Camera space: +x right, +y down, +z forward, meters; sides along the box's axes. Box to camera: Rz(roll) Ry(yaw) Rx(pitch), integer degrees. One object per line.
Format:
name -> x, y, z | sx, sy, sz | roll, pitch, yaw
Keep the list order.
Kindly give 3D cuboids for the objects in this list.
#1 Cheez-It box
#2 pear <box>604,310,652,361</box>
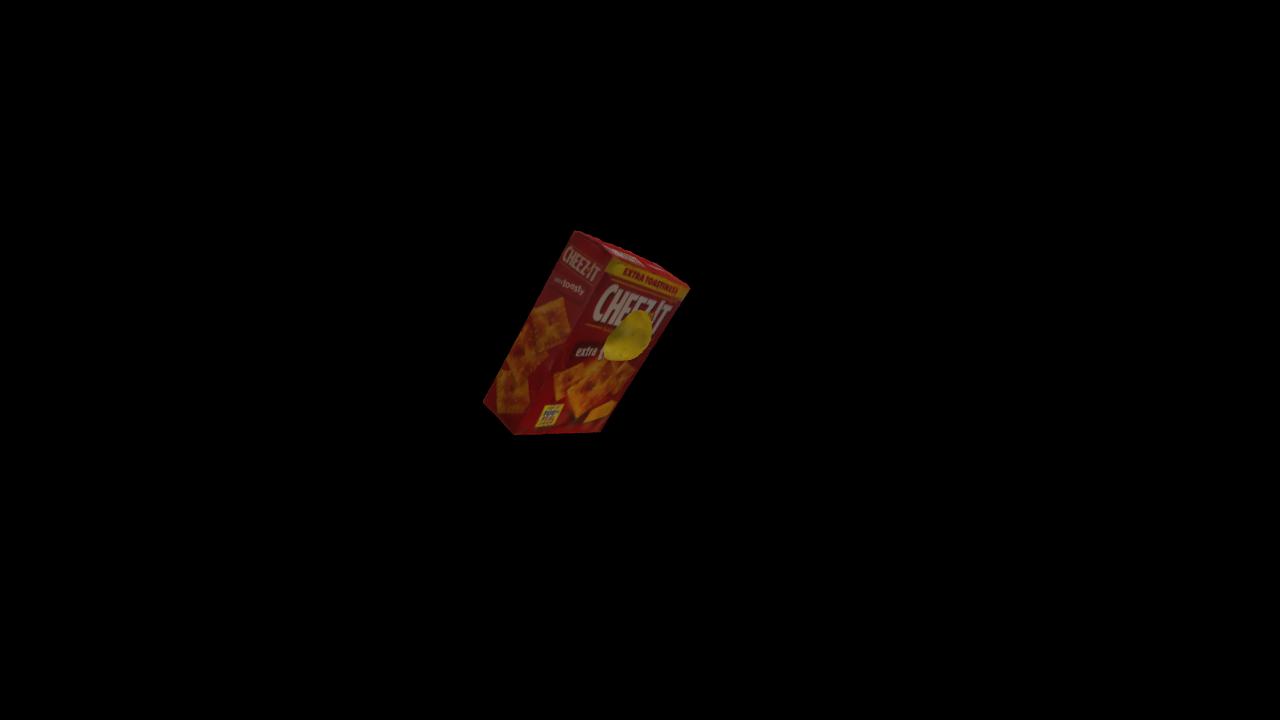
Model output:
Cheez-It box -> -0.057, -0.020, 0.707 | 0.071, 0.223, 0.166 | 39, 15, 28
pear -> -0.023, -0.027, 0.720 | 0.080, 0.080, 0.111 | 0, -18, 7
